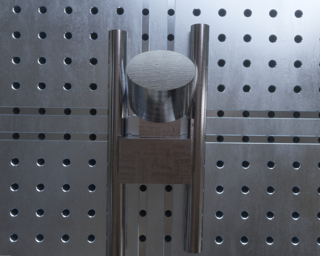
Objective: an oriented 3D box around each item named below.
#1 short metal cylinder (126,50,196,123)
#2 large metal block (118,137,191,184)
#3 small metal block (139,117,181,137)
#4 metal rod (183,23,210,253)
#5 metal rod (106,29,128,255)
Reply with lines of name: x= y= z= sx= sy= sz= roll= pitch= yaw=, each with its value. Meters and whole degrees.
short metal cylinder: x=0.001 y=-0.052 z=0.379 sx=0.081 sy=0.050 sz=0.080 roll=1 pitch=46 yaw=-1
large metal block: x=-0.006 y=0.037 z=0.383 sx=0.081 sy=0.080 sz=0.050 roll=1 pitch=90 yaw=0
small metal block: x=0.000 y=-0.001 z=0.401 sx=0.050 sy=0.050 sz=0.025 roll=1 pitch=90 yaw=-1
metal rod: x=0.049 y=0.014 z=0.413 sx=0.025 sy=0.025 sz=0.298 roll=2 pitch=90 yaw=0
metal rod: x=-0.058 y=0.022 z=0.413 sx=0.025 sy=0.025 sz=0.298 roll=1 pitch=90 yaw=0
